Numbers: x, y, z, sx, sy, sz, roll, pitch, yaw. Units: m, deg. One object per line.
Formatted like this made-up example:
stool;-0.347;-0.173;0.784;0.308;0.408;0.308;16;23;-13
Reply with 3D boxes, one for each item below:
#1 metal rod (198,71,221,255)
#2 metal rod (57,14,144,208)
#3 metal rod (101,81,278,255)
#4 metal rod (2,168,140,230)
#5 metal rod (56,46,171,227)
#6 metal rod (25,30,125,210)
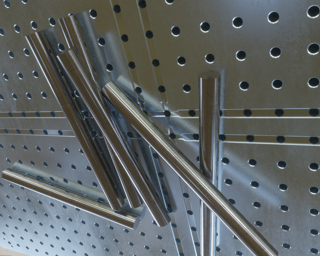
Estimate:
metal rod;0.066;0.070;0.419;0.025;0.025;0.298;9;123;23
metal rod;-0.077;-0.008;0.447;0.025;0.025;0.299;-2;118;29
metal rod;0.033;0.053;0.398;0.300;0.025;0.025;46;130;7
metal rod;-0.177;0.129;0.585;0.301;0.025;0.025;14;124;20
metal rod;-0.054;0.028;0.438;0.025;0.025;0.299;-9;120;32
metal rod;-0.122;0.001;0.476;0.025;0.025;0.299;-7;115;31
